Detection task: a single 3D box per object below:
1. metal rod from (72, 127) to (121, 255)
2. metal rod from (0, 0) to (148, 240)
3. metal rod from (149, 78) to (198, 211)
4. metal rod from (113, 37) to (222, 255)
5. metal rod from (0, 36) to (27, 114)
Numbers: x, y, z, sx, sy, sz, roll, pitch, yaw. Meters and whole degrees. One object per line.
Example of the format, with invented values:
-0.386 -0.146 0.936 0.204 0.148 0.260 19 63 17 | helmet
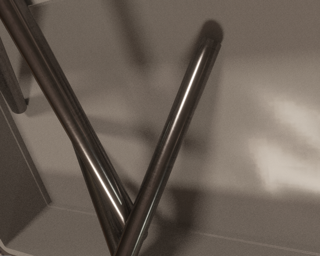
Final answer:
-0.069 0.113 0.403 0.025 0.025 0.299 -57 49 39 | metal rod
-0.079 0.006 0.311 0.025 0.025 0.299 -7 119 31 | metal rod
-0.010 0.080 0.387 0.025 0.025 0.298 24 103 13 | metal rod
-0.002 0.048 0.334 0.025 0.025 0.298 22 93 14 | metal rod
-0.191 -0.071 0.371 0.025 0.025 0.299 43 158 -2 | metal rod
